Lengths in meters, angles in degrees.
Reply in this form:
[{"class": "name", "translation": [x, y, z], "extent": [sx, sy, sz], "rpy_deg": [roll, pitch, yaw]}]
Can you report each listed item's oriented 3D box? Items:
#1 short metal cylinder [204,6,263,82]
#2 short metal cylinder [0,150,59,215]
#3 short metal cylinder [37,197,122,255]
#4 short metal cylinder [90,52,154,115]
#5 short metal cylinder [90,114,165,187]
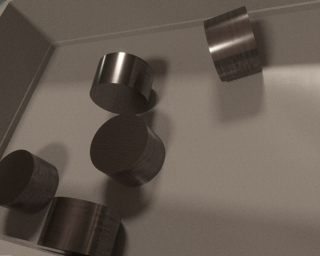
[{"class": "short metal cylinder", "translation": [0.092, -0.103, 0.385], "extent": [0.050, 0.080, 0.080], "rpy_deg": [-16, 56, 19]}, {"class": "short metal cylinder", "translation": [-0.194, 0.077, 0.441], "extent": [0.080, 0.050, 0.080], "rpy_deg": [-13, 56, 20]}, {"class": "short metal cylinder", "translation": [-0.087, 0.113, 0.345], "extent": [0.080, 0.080, 0.050], "rpy_deg": [-2, 61, 27]}, {"class": "short metal cylinder", "translation": [-0.052, -0.060, 0.433], "extent": [0.080, 0.080, 0.050], "rpy_deg": [-5, 60, 25]}, {"class": "short metal cylinder", "translation": [-0.040, 0.029, 0.392], "extent": [0.080, 0.050, 0.080], "rpy_deg": [-13, 56, 20]}]
